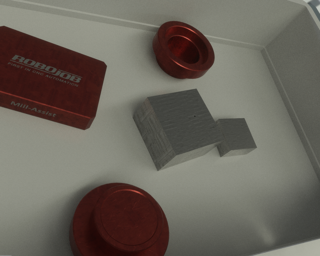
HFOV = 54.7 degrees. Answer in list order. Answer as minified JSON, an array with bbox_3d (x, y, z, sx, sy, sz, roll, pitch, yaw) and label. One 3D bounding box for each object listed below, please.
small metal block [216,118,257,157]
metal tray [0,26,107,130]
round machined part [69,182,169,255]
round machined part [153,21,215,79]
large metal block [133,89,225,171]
[{"bbox_3d":[0.108,0.014,0.458,0.050,0.025,0.050,-3,63,-30],"label":"small metal block"},{"bbox_3d":[-0.136,-0.058,0.365,0.131,0.030,0.090,17,55,-19],"label":"metal tray"},{"bbox_3d":[-0.036,0.096,0.306,0.099,0.042,0.098,15,44,-15],"label":"round machined part"},{"bbox_3d":[0.033,-0.116,0.485,0.099,0.042,0.098,14,56,-21],"label":"round machined part"},{"bbox_3d":[0.023,0.001,0.404,0.081,0.050,0.080,-14,69,-34],"label":"large metal block"}]
